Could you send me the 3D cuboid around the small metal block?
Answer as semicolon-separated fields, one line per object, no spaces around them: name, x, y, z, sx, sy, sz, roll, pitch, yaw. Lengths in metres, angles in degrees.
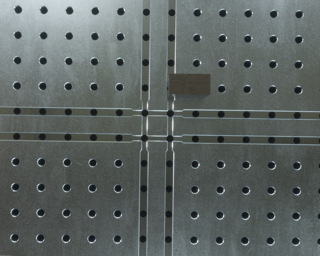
small metal block;0.036;-0.054;0.401;0.050;0.050;0.025;0;90;0
